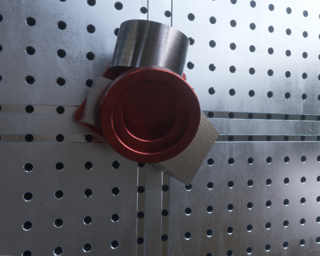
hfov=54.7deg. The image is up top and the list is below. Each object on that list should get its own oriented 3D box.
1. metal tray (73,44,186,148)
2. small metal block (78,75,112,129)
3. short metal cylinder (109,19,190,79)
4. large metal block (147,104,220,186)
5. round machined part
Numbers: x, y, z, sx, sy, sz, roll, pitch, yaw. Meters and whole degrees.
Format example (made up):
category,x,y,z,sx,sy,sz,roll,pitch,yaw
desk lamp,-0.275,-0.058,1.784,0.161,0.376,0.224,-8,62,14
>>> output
category,x,y,z,sx,sy,sz,roll,pitch,yaw
metal tray,-0.037,-0.040,0.398,0.090,0.030,0.130,36,78,-17
small metal block,-0.067,-0.026,0.342,0.025,0.050,0.050,21,83,-19
short metal cylinder,-0.011,-0.080,0.348,0.081,0.080,0.050,14,85,-20
large metal block,0.020,0.015,0.389,0.080,0.050,0.080,-58,138,-11
round machined part,-0.011,-0.016,0.321,0.099,0.042,0.097,-3,110,-8
